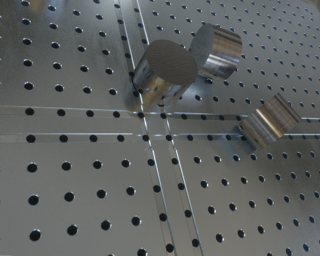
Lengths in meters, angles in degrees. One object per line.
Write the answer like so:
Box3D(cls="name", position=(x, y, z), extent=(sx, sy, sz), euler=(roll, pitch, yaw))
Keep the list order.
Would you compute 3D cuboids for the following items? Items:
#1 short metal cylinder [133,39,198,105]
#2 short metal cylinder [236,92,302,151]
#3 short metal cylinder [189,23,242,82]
Box3D(cls="short metal cylinder", position=(0.007, -0.080, 0.446), extent=(0.081, 0.050, 0.080), euler=(14, 56, -21))
Box3D(cls="short metal cylinder", position=(0.163, -0.009, 0.469), extent=(0.081, 0.080, 0.050), euler=(-32, 80, -38))
Box3D(cls="short metal cylinder", position=(0.085, -0.119, 0.494), extent=(0.050, 0.080, 0.080), euler=(13, 56, -22))
